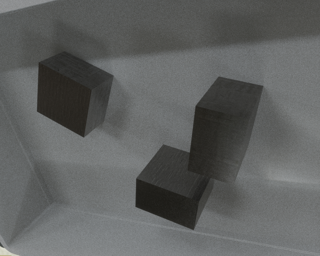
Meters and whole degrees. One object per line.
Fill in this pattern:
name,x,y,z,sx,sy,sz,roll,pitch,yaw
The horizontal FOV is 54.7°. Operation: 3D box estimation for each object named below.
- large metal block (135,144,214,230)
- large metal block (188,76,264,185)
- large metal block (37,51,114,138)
large metal block,0.023,0.074,0.407,0.080,0.080,0.050,17,125,18
large metal block,0.071,0.000,0.335,0.050,0.080,0.079,16,125,19
large metal block,-0.118,-0.047,0.426,0.080,0.050,0.079,28,128,10
